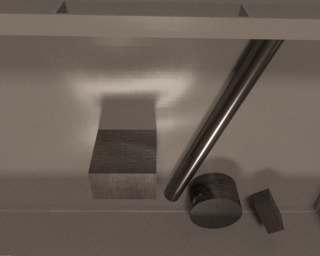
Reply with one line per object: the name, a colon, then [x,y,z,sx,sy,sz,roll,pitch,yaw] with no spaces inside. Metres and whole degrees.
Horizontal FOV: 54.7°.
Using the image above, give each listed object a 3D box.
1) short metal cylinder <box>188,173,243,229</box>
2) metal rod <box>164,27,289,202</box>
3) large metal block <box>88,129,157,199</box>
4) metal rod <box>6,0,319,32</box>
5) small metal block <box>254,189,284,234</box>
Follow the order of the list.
short metal cylinder: [0.086,0.117,0.493,0.081,0.050,0.079,0,130,0]
metal rod: [0.071,0.003,0.412,0.025,0.025,0.298,16,128,-13]
large metal block: [-0.045,0.047,0.412,0.081,0.080,0.050,0,130,-1]
metal rod: [0.002,-0.111,0.307,0.302,0.025,0.025,-1,130,2]
small metal block: [0.174,0.132,0.495,0.025,0.050,0.050,-25,92,19]
